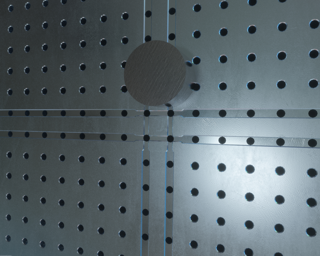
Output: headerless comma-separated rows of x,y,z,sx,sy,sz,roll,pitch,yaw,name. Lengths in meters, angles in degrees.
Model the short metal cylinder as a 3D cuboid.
0.001,-0.067,0.399,0.080,0.050,0.080,0,90,20,short metal cylinder
